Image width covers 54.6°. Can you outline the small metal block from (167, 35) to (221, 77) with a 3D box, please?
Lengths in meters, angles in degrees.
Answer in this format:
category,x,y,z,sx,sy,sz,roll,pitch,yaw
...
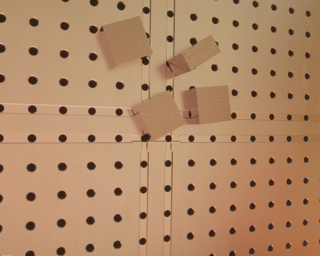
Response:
category,x,y,z,sx,sy,sz,roll,pitch,yaw
small metal block,0.044,-0.096,0.415,0.050,0.050,0.025,-35,102,-17

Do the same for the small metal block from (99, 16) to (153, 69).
category,x,y,z,sx,sy,sz,roll,pitch,yaw
small metal block,-0.043,-0.109,0.396,0.050,0.025,0.050,-22,98,-19

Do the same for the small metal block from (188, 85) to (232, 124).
category,x,y,z,sx,sy,sz,roll,pitch,yaw
small metal block,0.070,-0.032,0.438,0.050,0.025,0.050,-7,93,-20

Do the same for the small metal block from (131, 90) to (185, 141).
category,x,y,z,sx,sy,sz,roll,pitch,yaw
small metal block,-0.002,-0.016,0.412,0.050,0.025,0.050,-29,100,-18
